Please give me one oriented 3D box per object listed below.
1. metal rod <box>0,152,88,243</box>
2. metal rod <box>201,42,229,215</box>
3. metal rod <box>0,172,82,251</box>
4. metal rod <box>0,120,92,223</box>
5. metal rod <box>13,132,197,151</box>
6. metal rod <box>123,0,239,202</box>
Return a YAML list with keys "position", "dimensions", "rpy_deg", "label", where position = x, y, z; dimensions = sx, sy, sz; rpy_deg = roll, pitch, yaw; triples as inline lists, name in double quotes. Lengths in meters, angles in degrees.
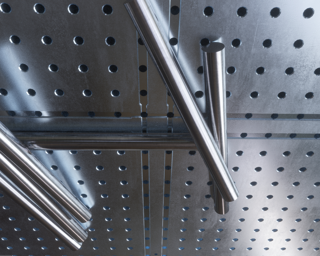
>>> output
- position: [-0.185, 0.104, 0.478]
  dimensions: [0.025, 0.025, 0.299]
  rpy_deg: [-11, 136, 9]
  label: "metal rod"
- position: [0.081, 0.024, 0.432]
  dimensions: [0.025, 0.025, 0.299]
  rpy_deg: [-7, 130, 6]
  label: "metal rod"
- position: [-0.220, 0.122, 0.513]
  dimensions: [0.025, 0.025, 0.299]
  rpy_deg: [-18, 128, 14]
  label: "metal rod"
- position: [-0.172, 0.060, 0.433]
  dimensions: [0.025, 0.025, 0.299]
  rpy_deg: [-12, 138, 10]
  label: "metal rod"
- position: [-0.094, 0.018, 0.426]
  dimensions: [0.302, 0.025, 0.025]
  rpy_deg: [0, 130, -1]
  label: "metal rod"
- position: [0.039, -0.015, 0.378]
  dimensions: [0.025, 0.025, 0.299]
  rpy_deg: [-20, 121, 16]
  label: "metal rod"
